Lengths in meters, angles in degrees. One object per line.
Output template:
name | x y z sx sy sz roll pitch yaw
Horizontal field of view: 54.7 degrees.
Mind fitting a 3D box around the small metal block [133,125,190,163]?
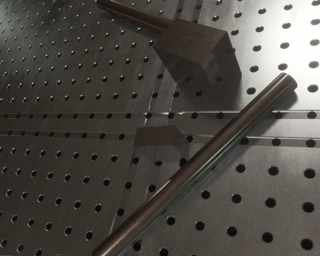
small metal block | 0.003 0.021 0.377 0.050 0.050 0.025 -4 60 26

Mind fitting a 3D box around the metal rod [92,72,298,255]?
metal rod | 0.041 0.047 0.356 0.300 0.025 0.025 -43 51 -2

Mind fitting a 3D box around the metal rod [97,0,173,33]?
metal rod | -0.018 -0.184 0.528 0.300 0.025 0.025 34 81 38

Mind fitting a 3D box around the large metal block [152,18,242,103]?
large metal block | 0.049 -0.087 0.399 0.080 0.080 0.050 31 79 37
